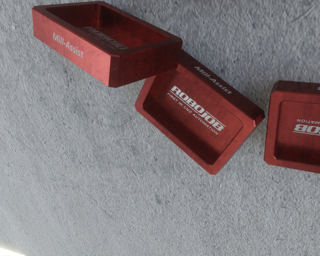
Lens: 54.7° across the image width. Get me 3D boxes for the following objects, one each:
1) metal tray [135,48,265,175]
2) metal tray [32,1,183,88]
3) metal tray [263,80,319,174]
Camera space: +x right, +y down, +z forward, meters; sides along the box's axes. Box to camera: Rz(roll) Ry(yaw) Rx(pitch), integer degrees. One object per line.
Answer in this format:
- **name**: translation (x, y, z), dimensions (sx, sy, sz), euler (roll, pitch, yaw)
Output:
- **metal tray**: translation (0.039, -0.020, 0.353), dimensions (0.130, 0.030, 0.089), euler (41, 130, 15)
- **metal tray**: translation (-0.054, -0.091, 0.313), dimensions (0.130, 0.091, 0.030), euler (35, 131, 29)
- **metal tray**: translation (0.178, 0.004, 0.312), dimensions (0.130, 0.030, 0.089), euler (9, 122, 23)
